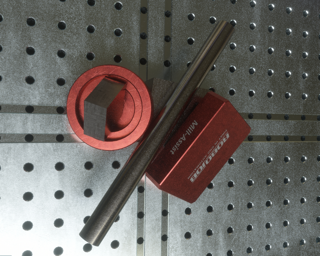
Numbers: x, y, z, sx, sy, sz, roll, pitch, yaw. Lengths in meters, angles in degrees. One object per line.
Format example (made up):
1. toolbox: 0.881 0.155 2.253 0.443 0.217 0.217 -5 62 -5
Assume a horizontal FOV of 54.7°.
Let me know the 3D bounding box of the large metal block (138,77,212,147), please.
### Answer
1. large metal block: 0.015 -0.015 0.406 0.081 0.050 0.080 10 87 -20

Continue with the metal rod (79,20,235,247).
1. metal rod: 0.004 -0.003 0.361 0.025 0.025 0.300 36 78 -17

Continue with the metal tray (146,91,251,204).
1. metal tray: 0.052 0.029 0.395 0.130 0.030 0.090 -52 139 1

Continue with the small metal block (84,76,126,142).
1. small metal block: -0.062 -0.022 0.347 0.025 0.050 0.050 20 44 6

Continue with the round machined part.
1. round machined part: -0.056 -0.024 0.370 0.099 0.042 0.097 0 93 5
